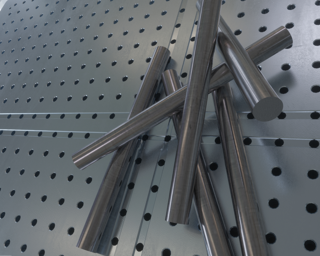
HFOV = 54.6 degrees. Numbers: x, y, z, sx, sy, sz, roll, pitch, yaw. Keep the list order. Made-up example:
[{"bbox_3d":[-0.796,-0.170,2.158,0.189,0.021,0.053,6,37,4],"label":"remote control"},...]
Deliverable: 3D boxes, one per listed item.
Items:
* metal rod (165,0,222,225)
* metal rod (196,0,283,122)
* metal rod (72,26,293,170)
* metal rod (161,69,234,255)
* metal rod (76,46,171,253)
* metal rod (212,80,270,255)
[{"bbox_3d":[0.043,-0.046,0.352,0.025,0.025,0.299,3,76,30],"label":"metal rod"},{"bbox_3d":[0.079,-0.105,0.375,0.025,0.025,0.300,-24,35,13],"label":"metal rod"},{"bbox_3d":[0.021,-0.033,0.384,0.300,0.025,0.025,-31,52,7],"label":"metal rod"},{"bbox_3d":[0.041,0.043,0.360,0.025,0.025,0.300,-23,53,14],"label":"metal rod"},{"bbox_3d":[-0.042,0.013,0.423,0.025,0.025,0.300,5,64,31],"label":"metal rod"},{"bbox_3d":[0.086,0.064,0.324,0.025,0.025,0.300,-17,55,19],"label":"metal rod"}]
